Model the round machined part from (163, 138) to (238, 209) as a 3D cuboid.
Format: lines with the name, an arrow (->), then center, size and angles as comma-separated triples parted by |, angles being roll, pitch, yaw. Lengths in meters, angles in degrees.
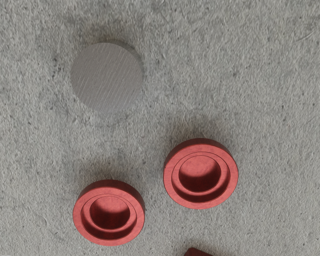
round machined part -> 0.053, 0.058, 0.423 | 0.099, 0.042, 0.097 | 0, 110, -1

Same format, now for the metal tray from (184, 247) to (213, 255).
metal tray -> 0.058, 0.266, 0.505 | 0.090, 0.030, 0.129 | 26, 108, -10

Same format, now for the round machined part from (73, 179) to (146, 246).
round machined part -> -0.070, 0.116, 0.442 | 0.099, 0.042, 0.097 | 0, 110, -1

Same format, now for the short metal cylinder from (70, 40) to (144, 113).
short metal cylinder -> -0.060, -0.064, 0.372 | 0.081, 0.050, 0.079 | 0, 110, -1
